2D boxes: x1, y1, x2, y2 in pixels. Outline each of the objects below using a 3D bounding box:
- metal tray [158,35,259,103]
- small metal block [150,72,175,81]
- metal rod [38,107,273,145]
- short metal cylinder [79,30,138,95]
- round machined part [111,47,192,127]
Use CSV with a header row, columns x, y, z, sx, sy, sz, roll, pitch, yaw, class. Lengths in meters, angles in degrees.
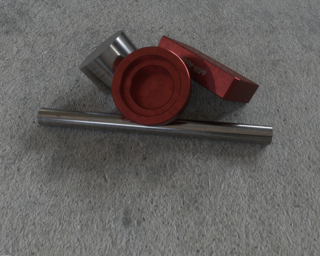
x,y,z,sx,sy,sz,roll,pitch,yaw,class
0.066,-0.082,0.438,0.130,0.030,0.091,38,21,27,metal tray
-0.001,-0.066,0.442,0.050,0.050,0.025,19,53,15,small metal block
-0.009,-0.003,0.407,0.302,0.025,0.025,5,50,4,metal rod
-0.068,-0.093,0.441,0.080,0.050,0.080,-33,26,19,short metal cylinder
-0.008,-0.050,0.395,0.098,0.042,0.097,-1,85,12,round machined part
